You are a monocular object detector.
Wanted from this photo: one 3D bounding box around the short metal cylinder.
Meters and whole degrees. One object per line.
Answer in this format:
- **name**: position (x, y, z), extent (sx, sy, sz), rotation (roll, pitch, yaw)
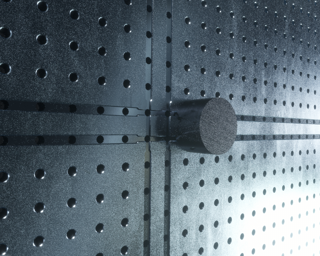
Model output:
- **short metal cylinder**: position (0.066, -0.003, 0.447), extent (0.081, 0.050, 0.080), rotation (0, 90, -40)
